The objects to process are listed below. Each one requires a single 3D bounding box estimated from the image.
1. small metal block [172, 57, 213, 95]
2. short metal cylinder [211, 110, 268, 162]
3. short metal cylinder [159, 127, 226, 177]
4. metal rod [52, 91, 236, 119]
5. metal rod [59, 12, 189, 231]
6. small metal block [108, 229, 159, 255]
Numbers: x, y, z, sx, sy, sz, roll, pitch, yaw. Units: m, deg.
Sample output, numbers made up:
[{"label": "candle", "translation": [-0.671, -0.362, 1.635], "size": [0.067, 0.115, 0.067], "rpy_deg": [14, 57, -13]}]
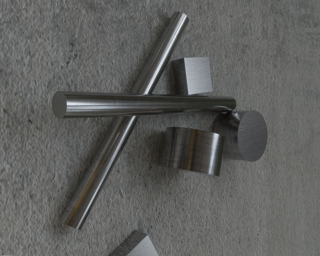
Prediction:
[{"label": "small metal block", "translation": [0.047, -0.074, 0.444], "size": [0.050, 0.025, 0.050], "rpy_deg": [-13, 98, -39]}, {"label": "short metal cylinder", "translation": [0.128, 0.012, 0.496], "size": [0.081, 0.050, 0.079], "rpy_deg": [0, 90, -40]}, {"label": "short metal cylinder", "translation": [0.042, 0.032, 0.405], "size": [0.080, 0.080, 0.050], "rpy_deg": [17, 79, -39]}, {"label": "metal rod", "translation": [0.011, -0.029, 0.386], "size": [0.302, 0.025, 0.025], "rpy_deg": [-5, 94, -48]}, {"label": "metal rod", "translation": [-0.033, -0.024, 0.376], "size": [0.025, 0.025, 0.300], "rpy_deg": [40, 66, -33]}, {"label": "small metal block", "translation": [-0.030, 0.164, 0.380], "size": [0.050, 0.025, 0.050], "rpy_deg": [-37, 113, -34]}]
